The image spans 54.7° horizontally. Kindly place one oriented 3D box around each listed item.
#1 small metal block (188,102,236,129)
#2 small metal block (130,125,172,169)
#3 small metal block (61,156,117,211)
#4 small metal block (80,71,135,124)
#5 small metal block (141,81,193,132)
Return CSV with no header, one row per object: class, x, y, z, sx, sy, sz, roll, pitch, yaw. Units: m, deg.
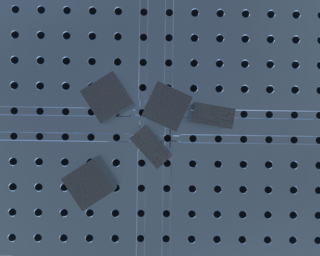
small metal block,0.065,-0.015,0.402,0.050,0.050,0.025,10,90,-1
small metal block,-0.011,0.023,0.401,0.025,0.050,0.050,-42,91,0
small metal block,-0.093,0.073,0.412,0.050,0.025,0.050,-33,90,0
small metal block,-0.069,-0.040,0.412,0.050,0.025,0.050,-32,90,-1
small metal block,0.009,-0.028,0.414,0.050,0.025,0.050,25,90,-1
